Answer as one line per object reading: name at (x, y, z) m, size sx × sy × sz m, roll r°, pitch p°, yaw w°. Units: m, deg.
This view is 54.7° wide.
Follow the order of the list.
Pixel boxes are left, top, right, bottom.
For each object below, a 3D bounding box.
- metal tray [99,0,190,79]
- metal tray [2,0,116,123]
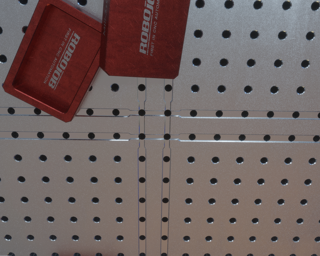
metal tray at (-0.016, -0.123, 0.348) m, size 0.091 × 0.030 × 0.129 m, roll -1°, pitch 112°, yaw -24°
metal tray at (-0.121, -0.083, 0.378) m, size 0.090 × 0.030 × 0.129 m, roll 29°, pitch 107°, yaw -11°
